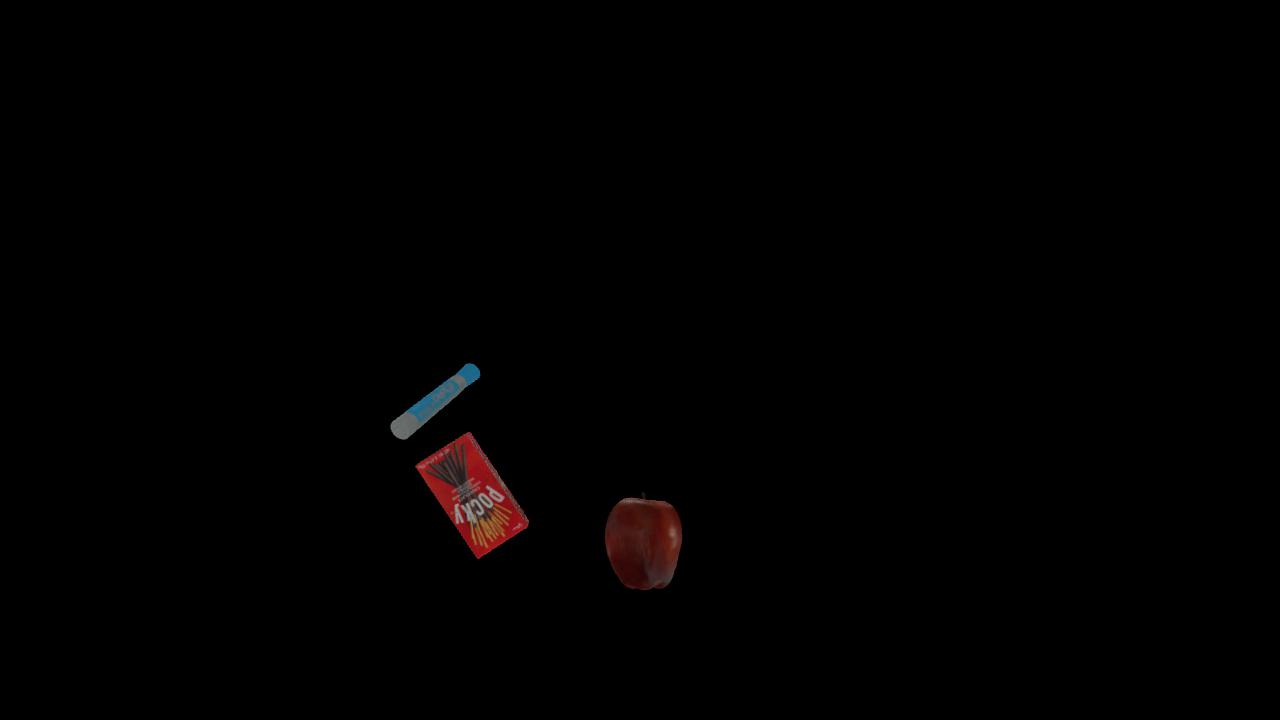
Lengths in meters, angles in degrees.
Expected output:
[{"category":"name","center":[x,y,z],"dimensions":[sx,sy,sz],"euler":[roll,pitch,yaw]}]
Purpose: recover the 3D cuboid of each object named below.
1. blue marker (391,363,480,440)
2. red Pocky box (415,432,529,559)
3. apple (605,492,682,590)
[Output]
[{"category":"blue marker","center":[-0.184,0.034,0.567],"dimensions":[0.020,0.020,0.121],"euler":[0,24,19]},{"category":"red Pocky box","center":[-0.226,0.184,0.837],"dimensions":[0.083,0.155,0.028],"euler":[-33,4,-4]},{"category":"apple","center":[0.003,0.181,0.618],"dimensions":[0.079,0.093,0.079],"euler":[1,-13,0]}]
